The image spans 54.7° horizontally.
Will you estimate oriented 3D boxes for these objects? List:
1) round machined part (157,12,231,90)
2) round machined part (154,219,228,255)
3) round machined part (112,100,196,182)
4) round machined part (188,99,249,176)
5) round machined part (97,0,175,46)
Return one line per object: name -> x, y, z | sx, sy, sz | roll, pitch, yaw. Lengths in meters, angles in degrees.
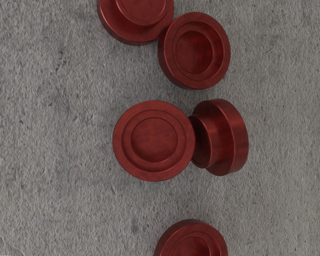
round machined part -> 0.041, -0.099, 0.412 | 0.099, 0.042, 0.097 | -2, 94, -24
round machined part -> 0.037, 0.170, 0.414 | 0.099, 0.042, 0.097 | 0, 90, -20
round machined part -> -0.007, 0.014, 0.386 | 0.099, 0.042, 0.097 | 0, 96, 1
round machined part -> 0.063, 0.014, 0.392 | 0.042, 0.098, 0.097 | -11, 94, -23
round machined part -> -0.027, -0.157, 0.390 | 0.099, 0.042, 0.097 | 0, 90, -20
